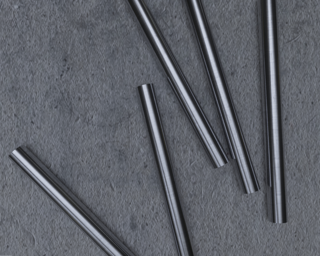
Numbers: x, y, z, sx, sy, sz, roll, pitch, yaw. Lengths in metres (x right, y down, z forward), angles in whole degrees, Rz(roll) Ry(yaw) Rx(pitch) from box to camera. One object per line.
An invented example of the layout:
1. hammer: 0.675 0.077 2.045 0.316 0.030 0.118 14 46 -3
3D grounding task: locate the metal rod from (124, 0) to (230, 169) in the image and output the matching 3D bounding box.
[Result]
1. metal rod: 0.011 -0.084 0.409 0.025 0.025 0.299 -28 90 0

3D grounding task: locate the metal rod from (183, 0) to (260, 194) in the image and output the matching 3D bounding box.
1. metal rod: 0.077 -0.060 0.410 0.025 0.025 0.298 -17 90 0

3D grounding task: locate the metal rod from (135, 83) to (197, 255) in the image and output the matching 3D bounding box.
1. metal rod: 0.016 0.089 0.409 0.025 0.025 0.298 -14 90 0

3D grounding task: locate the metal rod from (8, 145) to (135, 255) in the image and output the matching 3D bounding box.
1. metal rod: -0.083 0.137 0.409 0.025 0.025 0.300 -45 90 0

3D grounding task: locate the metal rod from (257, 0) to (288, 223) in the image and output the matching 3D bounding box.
1. metal rod: 0.149 -0.026 0.410 0.025 0.025 0.298 -3 90 0
